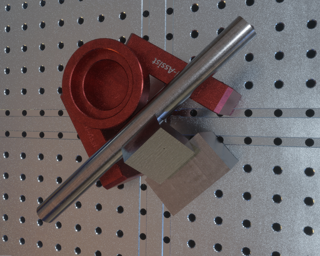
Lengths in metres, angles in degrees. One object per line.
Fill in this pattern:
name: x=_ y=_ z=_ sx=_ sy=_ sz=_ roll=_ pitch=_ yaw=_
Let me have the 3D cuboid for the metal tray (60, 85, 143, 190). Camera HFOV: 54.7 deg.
metal tray: x=-0.065 y=0.008 z=0.399 sx=0.030 sy=0.090 sz=0.130 roll=-31 pitch=80 yaw=17

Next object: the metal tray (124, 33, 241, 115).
metal tray: x=0.028 y=-0.061 z=0.367 sx=0.130 sy=0.090 sz=0.030 roll=33 pitch=102 yaw=16

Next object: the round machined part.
round machined part: x=-0.056 y=-0.047 z=0.349 sx=0.098 sy=0.042 sz=0.097 roll=0 pitch=90 yaw=19

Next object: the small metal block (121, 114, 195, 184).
small metal block: x=-0.002 y=0.022 z=0.312 sx=0.050 sy=0.050 sz=0.025 roll=-44 pitch=32 yaw=14

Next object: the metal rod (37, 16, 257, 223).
metal rod: x=-0.026 y=0.003 z=0.325 sx=0.299 sy=0.025 sz=0.025 roll=-42 pitch=77 yaw=14

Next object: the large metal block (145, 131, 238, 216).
large metal block: x=0.041 y=0.050 z=0.365 sx=0.080 sy=0.080 sz=0.050 roll=-43 pitch=77 yaw=15
